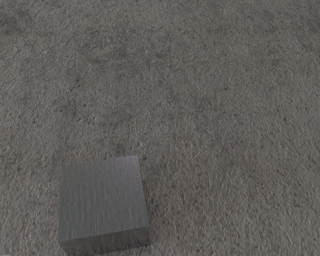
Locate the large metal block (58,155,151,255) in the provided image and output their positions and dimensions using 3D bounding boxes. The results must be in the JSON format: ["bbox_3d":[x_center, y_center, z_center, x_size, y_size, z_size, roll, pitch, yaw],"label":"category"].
[{"bbox_3d":[-0.056,0.080,0.319,0.081,0.050,0.080,-8,51,-7],"label":"large metal block"}]
